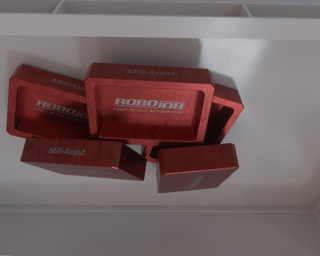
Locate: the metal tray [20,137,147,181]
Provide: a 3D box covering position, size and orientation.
[{"bbox_3d":[-0.093,0.041,0.392,0.130,0.030,0.090,1,162,19],"label":"metal tray"}]

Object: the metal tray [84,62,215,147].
[{"bbox_3d":[-0.012,-0.023,0.344,0.131,0.030,0.089,3,130,-3],"label":"metal tray"}]

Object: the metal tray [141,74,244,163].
[{"bbox_3d":[0.037,-0.001,0.403,0.091,0.030,0.129,15,129,-13],"label":"metal tray"}]

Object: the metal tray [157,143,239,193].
[{"bbox_3d":[0.042,0.058,0.411,0.091,0.030,0.130,-5,159,-4],"label":"metal tray"}]

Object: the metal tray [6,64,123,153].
[{"bbox_3d":[-0.116,-0.017,0.385,0.131,0.030,0.089,15,129,-13],"label":"metal tray"}]
